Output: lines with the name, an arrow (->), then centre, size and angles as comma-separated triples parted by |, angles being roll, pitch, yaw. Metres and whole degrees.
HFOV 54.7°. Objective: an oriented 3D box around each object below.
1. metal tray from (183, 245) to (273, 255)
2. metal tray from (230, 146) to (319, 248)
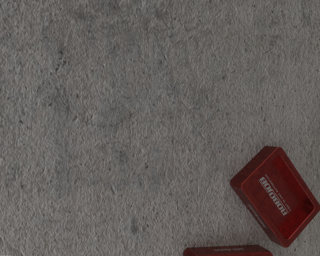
metal tray -> 0.095, 0.219, 0.441 | 0.131, 0.030, 0.089 | 6, 88, -20
metal tray -> 0.177, 0.103, 0.471 | 0.090, 0.030, 0.130 | -41, 103, -16
